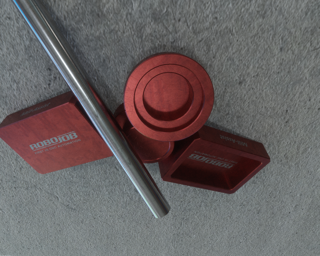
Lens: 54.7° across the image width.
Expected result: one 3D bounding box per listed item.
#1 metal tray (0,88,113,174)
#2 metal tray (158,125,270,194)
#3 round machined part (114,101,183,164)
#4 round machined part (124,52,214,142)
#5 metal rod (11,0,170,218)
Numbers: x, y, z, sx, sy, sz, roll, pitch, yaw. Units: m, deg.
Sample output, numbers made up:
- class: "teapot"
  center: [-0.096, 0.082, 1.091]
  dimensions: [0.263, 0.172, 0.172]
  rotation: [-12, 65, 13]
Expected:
- class: "metal tray"
  center: [-0.130, 0.009, 0.398]
  dimensions: [0.130, 0.030, 0.090]
  rotation: [-16, 126, 24]
- class: "metal tray"
  center: [0.075, 0.047, 0.432]
  dimensions: [0.131, 0.030, 0.089]
  rotation: [16, 129, -27]
- class: "round machined part"
  center: [-0.016, 0.009, 0.405]
  dimensions: [0.099, 0.042, 0.097]
  rotation: [0, 130, 0]
- class: "round machined part"
  center: [0.008, -0.037, 0.352]
  dimensions: [0.099, 0.042, 0.097]
  rotation: [-2, 109, -6]
- class: "metal rod"
  center: [-0.065, -0.009, 0.357]
  dimensions: [0.025, 0.025, 0.299]
  rotation: [-22, 114, 17]
